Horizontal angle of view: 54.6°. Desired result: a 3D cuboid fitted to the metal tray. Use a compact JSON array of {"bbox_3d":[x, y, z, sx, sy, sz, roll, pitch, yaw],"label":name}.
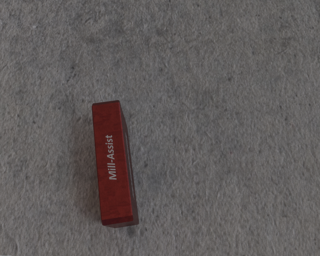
[{"bbox_3d":[-0.050,0.045,0.357,0.030,0.090,0.130,-8,70,-3],"label":"metal tray"}]
